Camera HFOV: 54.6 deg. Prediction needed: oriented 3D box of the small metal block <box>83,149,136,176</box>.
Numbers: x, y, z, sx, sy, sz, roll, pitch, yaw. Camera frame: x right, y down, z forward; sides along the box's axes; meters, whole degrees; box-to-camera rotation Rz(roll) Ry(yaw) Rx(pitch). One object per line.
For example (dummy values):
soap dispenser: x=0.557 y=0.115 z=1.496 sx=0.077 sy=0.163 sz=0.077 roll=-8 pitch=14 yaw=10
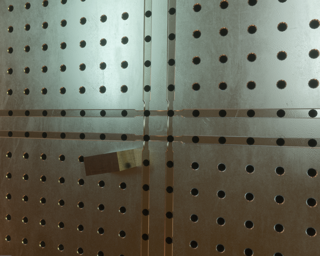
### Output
small metal block: x=-0.067 y=0.046 z=0.424 sx=0.050 sy=0.050 sz=0.025 roll=-11 pitch=87 yaw=20
